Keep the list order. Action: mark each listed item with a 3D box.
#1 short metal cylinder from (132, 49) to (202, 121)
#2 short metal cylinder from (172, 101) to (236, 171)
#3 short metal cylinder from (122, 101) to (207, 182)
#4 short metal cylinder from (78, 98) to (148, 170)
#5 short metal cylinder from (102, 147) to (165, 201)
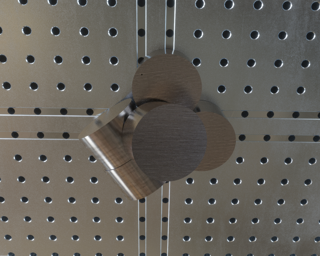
[{"bbox_3d":[0.008,-0.054,0.379,0.081,0.050,0.079,0,110,-1],"label":"short metal cylinder"},{"bbox_3d":[0.053,0.009,0.403,0.081,0.050,0.079,0,110,-1],"label":"short metal cylinder"},{"bbox_3d":[0.003,0.012,0.336,0.081,0.050,0.079,-3,98,-18],"label":"short metal cylinder"},{"bbox_3d":[-0.053,0.007,0.386,0.080,0.080,0.050,-32,107,11],"label":"short metal cylinder"},{"bbox_3d":[-0.027,0.047,0.401,0.080,0.080,0.050,-32,107,11],"label":"short metal cylinder"}]
